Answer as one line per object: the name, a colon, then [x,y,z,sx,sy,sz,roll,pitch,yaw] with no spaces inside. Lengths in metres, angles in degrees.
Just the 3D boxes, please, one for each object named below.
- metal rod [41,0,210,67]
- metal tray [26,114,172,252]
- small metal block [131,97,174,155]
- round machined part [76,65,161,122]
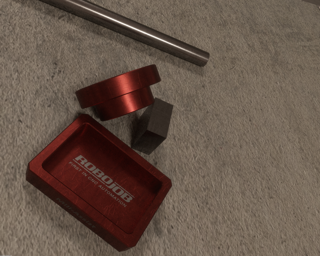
metal rod: [-0.060,-0.158,0.468,0.302,0.025,0.025,18,55,-18]
metal tray: [-0.062,0.056,0.334,0.130,0.030,0.090,39,51,-2]
small metal block: [-0.010,-0.001,0.385,0.025,0.050,0.050,24,53,-15]
round machined part: [-0.045,-0.039,0.364,0.099,0.098,0.042,-27,102,-37]
